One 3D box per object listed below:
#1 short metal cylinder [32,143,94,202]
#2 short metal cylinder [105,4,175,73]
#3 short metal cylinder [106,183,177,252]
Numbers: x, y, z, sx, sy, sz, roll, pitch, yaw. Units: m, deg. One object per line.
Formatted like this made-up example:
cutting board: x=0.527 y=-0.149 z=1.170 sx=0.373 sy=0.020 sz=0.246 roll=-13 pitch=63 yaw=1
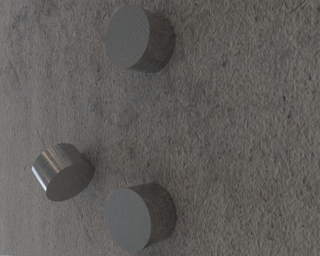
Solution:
short metal cylinder: x=-0.155 y=0.071 z=0.498 sx=0.050 sy=0.081 sz=0.080 roll=42 pitch=116 yaw=32
short metal cylinder: x=-0.027 y=-0.116 z=0.411 sx=0.080 sy=0.050 sz=0.080 roll=0 pitch=90 yaw=40
short metal cylinder: x=-0.025 y=0.116 z=0.410 sx=0.080 sy=0.050 sz=0.080 roll=0 pitch=90 yaw=40
